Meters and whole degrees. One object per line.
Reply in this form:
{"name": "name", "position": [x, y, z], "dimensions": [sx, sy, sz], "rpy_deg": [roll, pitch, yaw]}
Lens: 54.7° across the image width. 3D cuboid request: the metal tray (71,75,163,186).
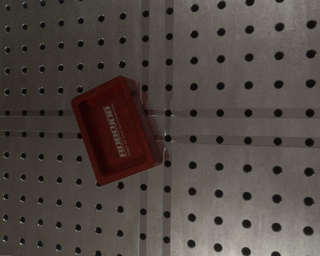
{"name": "metal tray", "position": [-0.061, 0.004, 0.430], "dimensions": [0.090, 0.030, 0.129], "rpy_deg": [-22, 83, 18]}
